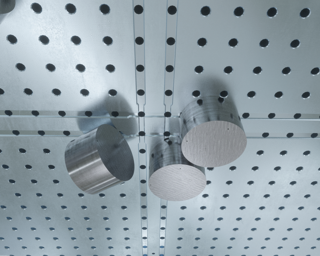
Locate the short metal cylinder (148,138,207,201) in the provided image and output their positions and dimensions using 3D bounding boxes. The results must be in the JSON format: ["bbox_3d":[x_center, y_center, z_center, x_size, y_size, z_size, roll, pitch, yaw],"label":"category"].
[{"bbox_3d":[0.024,0.061,0.448,0.081,0.050,0.079,0,130,0],"label":"short metal cylinder"}]

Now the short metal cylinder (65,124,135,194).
[{"bbox_3d":[-0.078,0.041,0.410,0.050,0.080,0.080,-26,126,20],"label":"short metal cylinder"}]

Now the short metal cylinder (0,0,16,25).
[{"bbox_3d":[-0.180,-0.117,0.273,0.050,0.080,0.080,-34,123,25],"label":"short metal cylinder"}]

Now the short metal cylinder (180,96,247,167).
[{"bbox_3d":[0.067,0.006,0.401,0.081,0.050,0.079,0,130,0],"label":"short metal cylinder"}]
